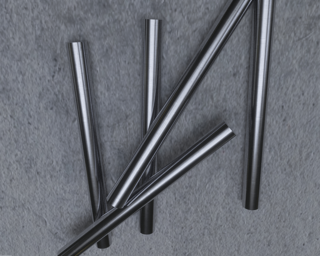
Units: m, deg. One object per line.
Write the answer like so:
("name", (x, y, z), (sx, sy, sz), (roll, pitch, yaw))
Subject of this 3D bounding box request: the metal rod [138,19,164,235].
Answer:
("metal rod", (-0.014, 0.012, 0.414), (0.025, 0.025, 0.298), (2, 110, -1))

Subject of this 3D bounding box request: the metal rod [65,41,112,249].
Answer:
("metal rod", (-0.093, 0.036, 0.421), (0.025, 0.025, 0.298), (-3, 110, 0))

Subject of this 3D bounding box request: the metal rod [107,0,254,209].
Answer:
("metal rod", (0.019, -0.028, 0.379), (0.025, 0.025, 0.299), (30, 100, -11))

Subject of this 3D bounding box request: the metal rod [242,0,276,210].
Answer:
("metal rod", (0.126, -0.027, 0.401), (0.025, 0.025, 0.298), (-2, 110, 0))

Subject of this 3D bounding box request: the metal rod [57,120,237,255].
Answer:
("metal rod", (-0.026, 0.093, 0.415), (0.300, 0.025, 0.025), (-40, 106, 13))
